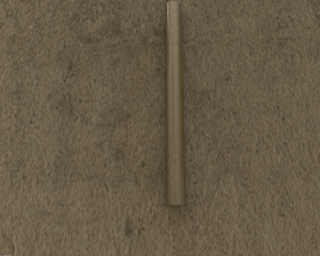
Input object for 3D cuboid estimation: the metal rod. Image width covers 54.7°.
[{"bbox_3d":[0.020,-0.046,0.425,0.025,0.025,0.299,0,70,0],"label":"metal rod"}]
